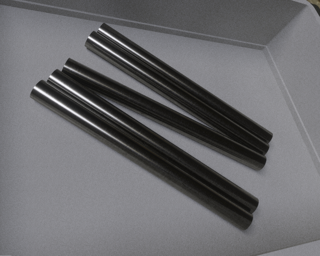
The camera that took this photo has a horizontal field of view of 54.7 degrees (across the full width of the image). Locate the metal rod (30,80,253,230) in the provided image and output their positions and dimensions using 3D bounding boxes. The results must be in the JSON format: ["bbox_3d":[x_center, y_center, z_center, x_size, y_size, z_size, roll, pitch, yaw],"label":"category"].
[{"bbox_3d":[-0.016,0.036,0.373,0.301,0.025,0.025,33,51,-7],"label":"metal rod"}]

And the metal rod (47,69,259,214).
[{"bbox_3d":[-0.004,0.021,0.389,0.301,0.025,0.025,33,51,-7],"label":"metal rod"}]

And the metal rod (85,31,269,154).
[{"bbox_3d":[0.030,-0.045,0.447,0.301,0.025,0.025,32,52,-8],"label":"metal rod"}]

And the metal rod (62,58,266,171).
[{"bbox_3d":[0.014,-0.013,0.419,0.301,0.025,0.025,26,53,-12],"label":"metal rod"}]

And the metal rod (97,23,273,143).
[{"bbox_3d":[0.041,-0.061,0.463,0.301,0.025,0.025,32,52,-8],"label":"metal rod"}]
